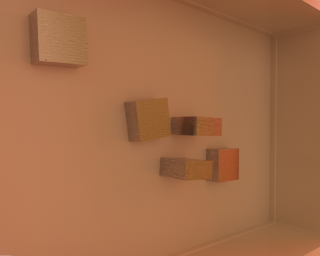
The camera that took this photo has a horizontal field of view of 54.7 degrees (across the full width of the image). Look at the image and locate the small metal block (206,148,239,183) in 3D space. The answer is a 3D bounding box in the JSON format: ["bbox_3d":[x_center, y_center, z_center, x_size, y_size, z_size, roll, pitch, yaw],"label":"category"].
[{"bbox_3d":[0.099,0.057,0.490,0.050,0.025,0.050,1,90,-40],"label":"small metal block"}]

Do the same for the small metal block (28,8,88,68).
[{"bbox_3d":[-0.104,-0.090,0.319,0.050,0.025,0.050,-3,92,-40],"label":"small metal block"}]

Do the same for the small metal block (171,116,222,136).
[{"bbox_3d":[0.050,-0.002,0.432,0.050,0.050,0.025,2,89,-40],"label":"small metal block"}]

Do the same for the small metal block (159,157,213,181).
[{"bbox_3d":[0.035,0.055,0.420,0.050,0.050,0.025,6,86,-40],"label":"small metal block"}]

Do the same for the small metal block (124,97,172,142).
[{"bbox_3d":[-0.015,-0.011,0.394,0.050,0.025,0.050,-11,97,-39],"label":"small metal block"}]
